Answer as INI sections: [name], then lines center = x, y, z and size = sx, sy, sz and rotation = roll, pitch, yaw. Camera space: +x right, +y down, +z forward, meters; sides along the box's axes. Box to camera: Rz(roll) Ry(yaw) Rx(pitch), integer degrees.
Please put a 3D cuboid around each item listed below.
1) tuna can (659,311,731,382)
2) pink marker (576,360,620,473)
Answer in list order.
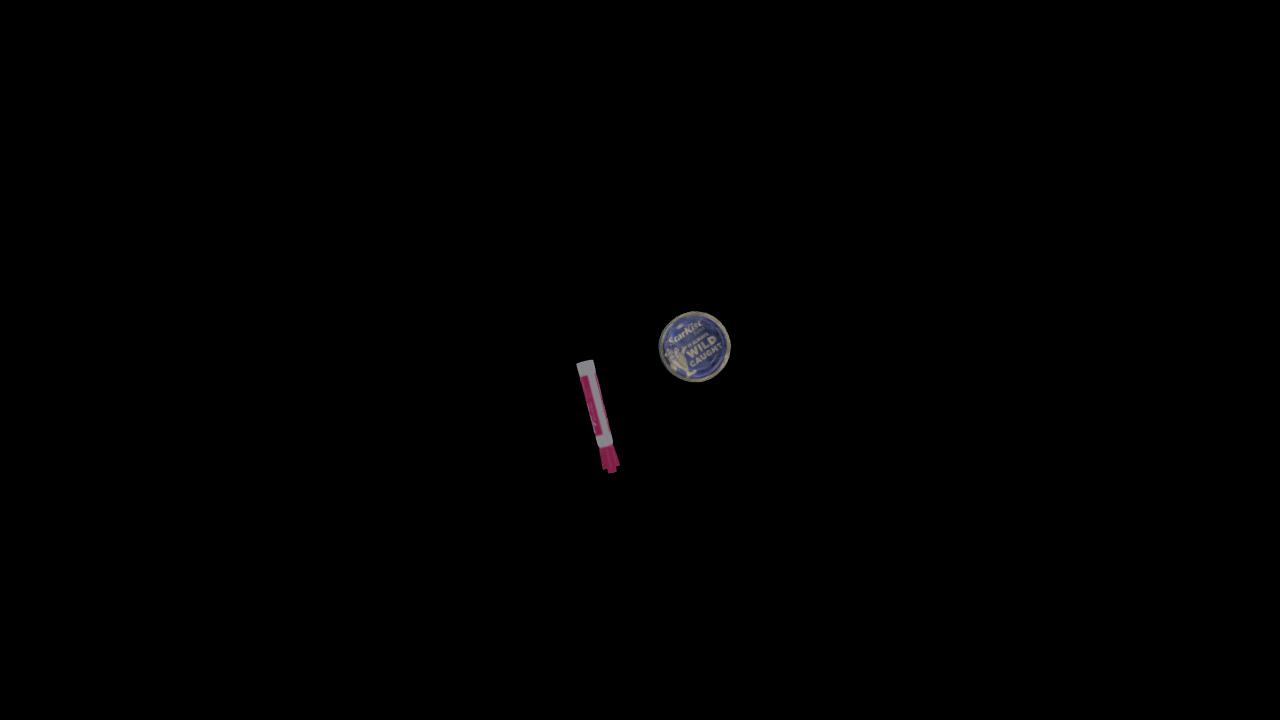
[tuna can]
center = 0.065, -0.016, 0.739
size = 0.084, 0.084, 0.034
rotation = 0, 1, -3
[pink marker]
center = -0.044, 0.060, 0.650
size = 0.020, 0.121, 0.020
rotation = -14, -4, -1
